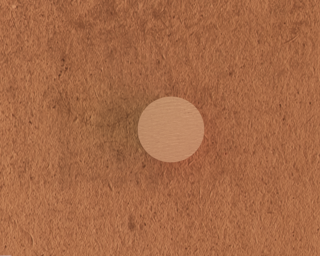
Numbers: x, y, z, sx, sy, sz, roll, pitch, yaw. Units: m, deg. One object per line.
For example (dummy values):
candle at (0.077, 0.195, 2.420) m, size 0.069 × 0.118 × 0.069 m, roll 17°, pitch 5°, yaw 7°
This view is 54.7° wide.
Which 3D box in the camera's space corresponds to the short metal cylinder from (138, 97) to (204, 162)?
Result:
short metal cylinder at (0.013, 0.002, 0.399) m, size 0.081 × 0.050 × 0.079 m, roll 0°, pitch 90°, yaw -1°
